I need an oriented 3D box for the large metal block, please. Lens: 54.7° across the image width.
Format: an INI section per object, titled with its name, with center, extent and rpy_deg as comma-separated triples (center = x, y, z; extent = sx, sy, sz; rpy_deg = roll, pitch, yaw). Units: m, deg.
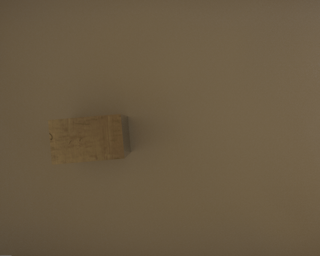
[large metal block]
center = -0.082, 0.012, 0.383
extent = 0.081, 0.080, 0.050
rpy_deg = -5, 90, -1
